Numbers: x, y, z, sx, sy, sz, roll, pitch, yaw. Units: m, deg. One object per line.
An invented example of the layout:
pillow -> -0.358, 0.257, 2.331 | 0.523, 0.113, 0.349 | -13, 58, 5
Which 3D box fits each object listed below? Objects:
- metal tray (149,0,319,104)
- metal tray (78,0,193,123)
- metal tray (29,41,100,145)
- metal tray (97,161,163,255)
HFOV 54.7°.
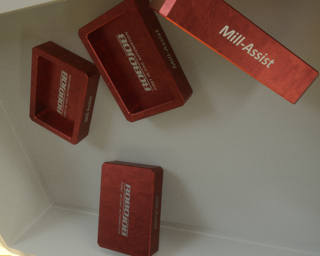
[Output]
metal tray -> 0.057, -0.076, 0.259 | 0.131, 0.090, 0.030 | 28, 108, -19
metal tray -> -0.029, -0.078, 0.372 | 0.090, 0.030, 0.130 | -17, 110, 34
metal tray -> -0.142, -0.047, 0.450 | 0.090, 0.030, 0.129 | 29, 128, 10
metal tray -> -0.045, 0.119, 0.464 | 0.090, 0.030, 0.129 | 4, 91, 26
